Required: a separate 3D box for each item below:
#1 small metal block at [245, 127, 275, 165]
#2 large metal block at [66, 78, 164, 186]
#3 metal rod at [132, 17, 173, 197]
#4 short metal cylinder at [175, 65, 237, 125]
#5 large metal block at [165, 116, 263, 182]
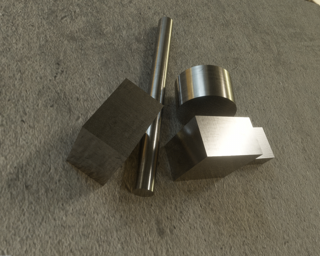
[{"bbox_3d":[0.134,0.027,0.459,0.050,0.025,0.050,0,62,-28],"label":"small metal block"},{"bbox_3d":[-0.050,0.006,0.338,0.050,0.080,0.080,37,51,-4],"label":"large metal block"},{"bbox_3d":[-0.005,-0.051,0.432,0.025,0.025,0.300,19,54,-18],"label":"metal rod"},{"bbox_3d":[0.061,-0.041,0.427,0.081,0.080,0.050,12,57,-22],"label":"short metal cylinder"},{"bbox_3d":[0.064,0.027,0.386,0.081,0.080,0.050,1,62,-28],"label":"large metal block"}]
